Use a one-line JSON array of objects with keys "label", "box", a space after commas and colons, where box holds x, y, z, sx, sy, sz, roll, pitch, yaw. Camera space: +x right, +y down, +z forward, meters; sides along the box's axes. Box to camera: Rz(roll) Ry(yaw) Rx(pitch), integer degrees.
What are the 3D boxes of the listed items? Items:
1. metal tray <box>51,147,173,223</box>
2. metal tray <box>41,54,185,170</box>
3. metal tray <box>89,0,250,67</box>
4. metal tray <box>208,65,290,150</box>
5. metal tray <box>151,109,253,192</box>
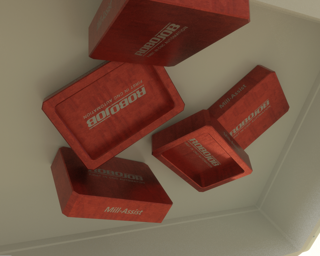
[{"label": "metal tray", "box": [-0.058, 0.070, 0.379, 0.131, 0.090, 0.030, 16, 111, -35]}, {"label": "metal tray", "box": [-0.049, -0.026, 0.344, 0.131, 0.030, 0.090, -34, 110, -8]}, {"label": "metal tray", "box": [-0.002, -0.085, 0.256, 0.091, 0.130, 0.030, 1, 85, -24]}, {"label": "metal tray", "box": [0.125, -0.019, 0.465, 0.130, 0.030, 0.090, -42, 130, 0]}, {"label": "metal tray", "box": [0.061, 0.038, 0.436, 0.090, 0.030, 0.130, -28, 132, 24]}]
